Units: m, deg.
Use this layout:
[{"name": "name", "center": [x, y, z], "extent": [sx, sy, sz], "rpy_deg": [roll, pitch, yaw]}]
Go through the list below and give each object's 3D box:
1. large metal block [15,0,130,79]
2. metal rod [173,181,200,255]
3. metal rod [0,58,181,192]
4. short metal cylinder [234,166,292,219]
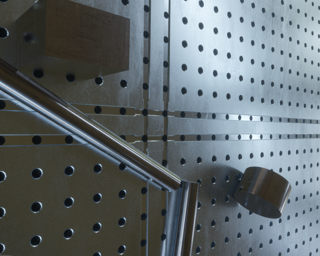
[{"name": "large metal block", "center": [-0.086, -0.082, 0.302], "extent": [0.081, 0.080, 0.050], "rpy_deg": [2, 89, -40]}, {"name": "metal rod", "center": [0.025, 0.225, 0.433], "extent": [0.025, 0.025, 0.298], "rpy_deg": [13, 81, -40]}, {"name": "metal rod", "center": [-0.080, 0.001, 0.342], "extent": [0.301, 0.025, 0.025], "rpy_deg": [37, 67, -34]}, {"name": "short metal cylinder", "center": [0.172, 0.109, 0.521], "extent": [0.080, 0.080, 0.050], "rpy_deg": [48, 61, -30]}]
